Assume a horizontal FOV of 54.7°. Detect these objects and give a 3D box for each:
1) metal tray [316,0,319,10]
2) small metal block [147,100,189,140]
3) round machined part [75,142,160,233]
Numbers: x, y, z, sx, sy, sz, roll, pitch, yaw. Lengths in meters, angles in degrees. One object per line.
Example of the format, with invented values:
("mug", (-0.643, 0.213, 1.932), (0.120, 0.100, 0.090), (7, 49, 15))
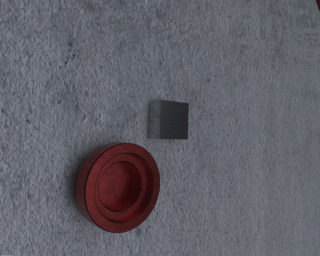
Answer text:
("metal tray", (0.412, -0.355, 0.750), (0.090, 0.030, 0.130), (52, 59, -27))
("small metal block", (0.011, -0.010, 0.416), (0.050, 0.025, 0.050), (3, 88, -40))
("round machined part", (-0.050, 0.065, 0.353), (0.099, 0.042, 0.097), (0, 90, -40))
